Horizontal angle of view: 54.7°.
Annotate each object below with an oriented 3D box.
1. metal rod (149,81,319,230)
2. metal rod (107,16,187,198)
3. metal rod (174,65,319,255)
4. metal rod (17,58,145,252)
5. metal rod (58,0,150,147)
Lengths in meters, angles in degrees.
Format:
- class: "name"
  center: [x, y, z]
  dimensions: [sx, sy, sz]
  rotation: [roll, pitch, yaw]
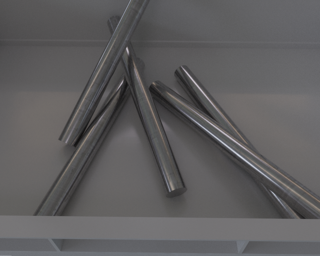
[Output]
- class: "metal rod"
  center: [0.084, 0.021, 0.364]
  dimensions: [0.025, 0.025, 0.300]
  rotation: [-30, 49, -23]
- class: "metal rod"
  center: [-0.027, -0.049, 0.420]
  dimensions: [0.025, 0.025, 0.299]
  rotation: [-14, 59, -11]
- class: "metal rod"
  center: [0.097, 0.018, 0.390]
  dimensions: [0.025, 0.025, 0.300]
  rotation: [-20, 53, -16]
- class: "metal rod"
  center: [-0.083, 0.007, 0.398]
  dimensions: [0.025, 0.025, 0.300]
  rotation: [14, 51, 11]
- class: "metal rod"
  center: [-0.056, -0.114, 0.417]
  dimensions: [0.025, 0.025, 0.299]
  rotation: [21, 79, 17]
